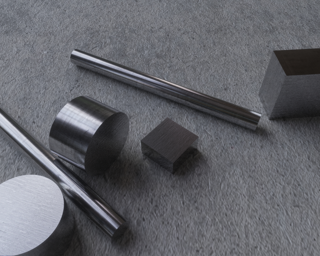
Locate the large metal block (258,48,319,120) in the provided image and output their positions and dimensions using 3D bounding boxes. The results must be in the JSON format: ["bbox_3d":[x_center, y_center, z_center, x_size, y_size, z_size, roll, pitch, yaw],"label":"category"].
[{"bbox_3d":[0.189,-0.059,0.418,0.081,0.080,0.050,-4,50,-3],"label":"large metal block"}]

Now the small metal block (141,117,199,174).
[{"bbox_3d":[0.012,0.021,0.386,0.050,0.025,0.050,33,57,24],"label":"small metal block"}]

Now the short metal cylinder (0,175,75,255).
[{"bbox_3d":[-0.131,0.094,0.307,0.081,0.050,0.080,0,50,0],"label":"short metal cylinder"}]

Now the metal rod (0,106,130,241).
[{"bbox_3d":[-0.152,0.028,0.378,0.300,0.025,0.025,34,58,25],"label":"metal rod"}]

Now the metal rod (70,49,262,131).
[{"bbox_3d":[-0.003,-0.061,0.454,0.301,0.025,0.025,22,53,17],"label":"metal rod"}]

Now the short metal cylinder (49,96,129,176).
[{"bbox_3d":[-0.080,0.009,0.360,0.050,0.080,0.080,25,55,20],"label":"short metal cylinder"}]
